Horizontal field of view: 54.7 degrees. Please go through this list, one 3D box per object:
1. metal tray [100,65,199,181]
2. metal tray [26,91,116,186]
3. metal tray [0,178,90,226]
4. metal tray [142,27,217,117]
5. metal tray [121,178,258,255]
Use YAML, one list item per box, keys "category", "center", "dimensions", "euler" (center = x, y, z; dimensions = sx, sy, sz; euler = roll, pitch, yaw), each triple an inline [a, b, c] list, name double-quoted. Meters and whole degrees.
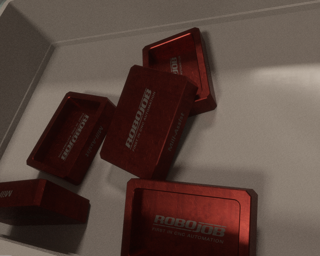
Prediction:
- category: "metal tray"
  center: [-0.016, -0.008, 0.390]
  dimensions: [0.090, 0.030, 0.129]
  euler: [20, 90, 35]
- category: "metal tray"
  center: [-0.130, 0.011, 0.461]
  dimensions: [0.090, 0.030, 0.130]
  euler: [12, 67, 32]
- category: "metal tray"
  center: [-0.169, 0.097, 0.390]
  dimensions: [0.130, 0.090, 0.030]
  euler: [-9, 58, 23]
- category: "metal tray"
  center: [0.023, -0.074, 0.434]
  dimensions: [0.090, 0.030, 0.130]
  euler: [-16, 55, 18]
- category: "metal tray"
  center: [0.026, 0.100, 0.307]
  dimensions: [0.130, 0.030, 0.090]
  euler: [1, 82, 28]
